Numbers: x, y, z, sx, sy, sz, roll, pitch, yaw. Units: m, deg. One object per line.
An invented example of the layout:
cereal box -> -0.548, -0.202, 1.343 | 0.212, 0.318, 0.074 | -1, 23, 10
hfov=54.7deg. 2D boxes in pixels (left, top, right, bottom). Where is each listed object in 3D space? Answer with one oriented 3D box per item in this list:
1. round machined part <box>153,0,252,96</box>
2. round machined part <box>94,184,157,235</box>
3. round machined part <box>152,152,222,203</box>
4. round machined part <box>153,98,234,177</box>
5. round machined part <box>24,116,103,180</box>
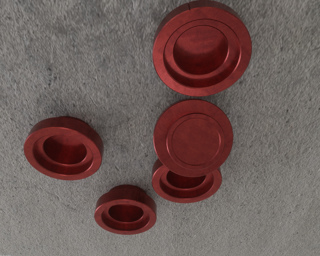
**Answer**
round machined part -> 0.042, -0.085, 0.324 | 0.099, 0.042, 0.097 | 0, 130, 0
round machined part -> -0.054, 0.130, 0.506 | 0.099, 0.042, 0.097 | 0, 130, 0
round machined part -> 0.038, 0.063, 0.450 | 0.099, 0.042, 0.097 | 0, 130, 0
round machined part -> 0.041, 0.013, 0.378 | 0.099, 0.042, 0.097 | 0, 98, -2
round machined part -> -0.125, 0.023, 0.414 | 0.099, 0.042, 0.097 | 0, 130, 0
